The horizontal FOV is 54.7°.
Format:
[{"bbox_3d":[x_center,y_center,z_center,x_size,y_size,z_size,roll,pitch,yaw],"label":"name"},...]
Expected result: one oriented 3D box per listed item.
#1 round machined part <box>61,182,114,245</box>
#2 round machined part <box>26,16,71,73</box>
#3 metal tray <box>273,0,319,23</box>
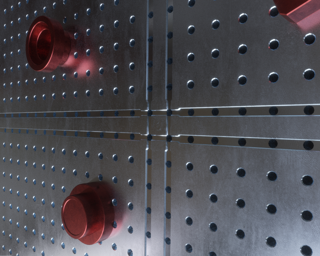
[{"bbox_3d":[-0.122,0.139,0.500,0.098,0.042,0.097,0,90,40],"label":"round machined part"},{"bbox_3d":[-0.200,-0.149,0.564,0.098,0.042,0.097,0,90,40],"label":"round machined part"},{"bbox_3d":[0.157,-0.170,0.276,0.130,0.030,0.090,-29,72,36],"label":"metal tray"}]
